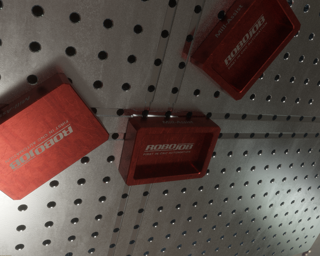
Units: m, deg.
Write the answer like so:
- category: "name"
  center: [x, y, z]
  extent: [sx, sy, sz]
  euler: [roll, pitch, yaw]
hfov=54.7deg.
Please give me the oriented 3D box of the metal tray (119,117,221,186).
- category: "metal tray"
  center: [0.015, 0.031, 0.436]
  extent: [0.131, 0.030, 0.089]
  euler: [-1, 119, -29]

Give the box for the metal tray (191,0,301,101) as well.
- category: "metal tray"
  center: [0.113, -0.111, 0.403]
  extent: [0.090, 0.030, 0.130]
  euler: [33, 100, -39]

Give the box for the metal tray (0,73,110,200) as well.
- category: "metal tray"
  center: [-0.134, 0.012, 0.343]
  extent: [0.130, 0.030, 0.090]
  euler: [-35, 129, -6]
